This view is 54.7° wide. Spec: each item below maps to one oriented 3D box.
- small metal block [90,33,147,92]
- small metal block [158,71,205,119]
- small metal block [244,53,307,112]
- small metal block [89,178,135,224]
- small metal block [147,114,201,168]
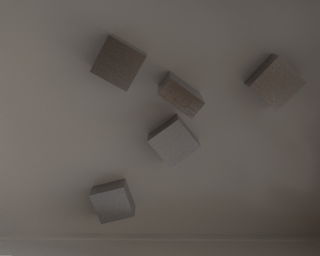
[{"bbox_3d":[-0.050,-0.081,0.381,0.050,0.025,0.050,29,107,-10],"label":"small metal block"},{"bbox_3d":[0.025,-0.042,0.383,0.050,0.050,0.025,34,107,-12],"label":"small metal block"},{"bbox_3d":[0.145,-0.057,0.391,0.050,0.025,0.050,38,106,-13],"label":"small metal block"},{"bbox_3d":[-0.068,0.107,0.450,0.050,0.025,0.050,-15,110,5],"label":"small metal block"},{"bbox_3d":[0.019,0.017,0.418,0.050,0.025,0.050,-36,106,12],"label":"small metal block"}]
